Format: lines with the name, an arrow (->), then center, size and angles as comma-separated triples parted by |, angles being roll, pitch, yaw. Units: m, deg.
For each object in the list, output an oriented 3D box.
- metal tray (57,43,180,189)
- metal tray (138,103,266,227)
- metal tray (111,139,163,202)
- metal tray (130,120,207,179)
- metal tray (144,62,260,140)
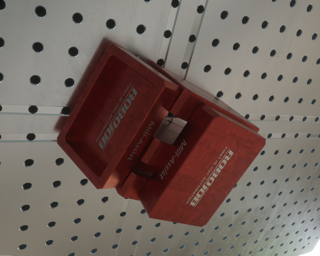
metal tray -> -0.049, -0.012, 0.331 | 0.030, 0.090, 0.129 | 12, 114, -57
metal tray -> 0.047, 0.046, 0.344 | 0.090, 0.030, 0.129 | 23, 106, -36
metal tray -> -0.007, 0.060, 0.401 | 0.131, 0.090, 0.030 | 23, 106, -37
metal tray -> 0.018, 0.022, 0.391 | 0.131, 0.090, 0.030 | 21, 106, -37
metal tray -> 0.050, -0.027, 0.378 | 0.131, 0.090, 0.030 | 22, 107, -36
